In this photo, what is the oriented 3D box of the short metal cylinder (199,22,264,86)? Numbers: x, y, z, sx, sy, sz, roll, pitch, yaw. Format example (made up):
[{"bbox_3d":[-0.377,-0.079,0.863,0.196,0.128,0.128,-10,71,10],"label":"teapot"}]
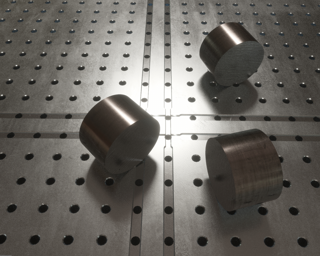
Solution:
[{"bbox_3d":[0.107,-0.110,0.466,0.081,0.080,0.050,-16,52,-13],"label":"short metal cylinder"}]

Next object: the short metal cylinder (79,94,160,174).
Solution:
[{"bbox_3d":[-0.046,0.007,0.365,0.080,0.080,0.050,-35,59,-26],"label":"short metal cylinder"}]

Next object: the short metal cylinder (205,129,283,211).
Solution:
[{"bbox_3d":[0.088,0.044,0.336,0.050,0.080,0.080,-11,51,-10],"label":"short metal cylinder"}]
